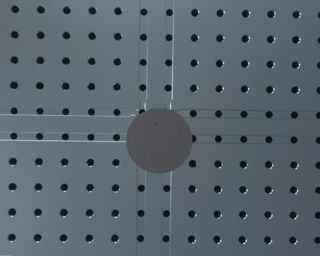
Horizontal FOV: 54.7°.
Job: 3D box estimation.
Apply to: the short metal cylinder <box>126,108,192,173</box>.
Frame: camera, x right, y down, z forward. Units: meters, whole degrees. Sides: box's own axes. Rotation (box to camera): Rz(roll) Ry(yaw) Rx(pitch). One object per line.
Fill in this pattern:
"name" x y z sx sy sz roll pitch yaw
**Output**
"short metal cylinder" -0.001 0.015 0.401 0.081 0.050 0.079 0 90 -1
